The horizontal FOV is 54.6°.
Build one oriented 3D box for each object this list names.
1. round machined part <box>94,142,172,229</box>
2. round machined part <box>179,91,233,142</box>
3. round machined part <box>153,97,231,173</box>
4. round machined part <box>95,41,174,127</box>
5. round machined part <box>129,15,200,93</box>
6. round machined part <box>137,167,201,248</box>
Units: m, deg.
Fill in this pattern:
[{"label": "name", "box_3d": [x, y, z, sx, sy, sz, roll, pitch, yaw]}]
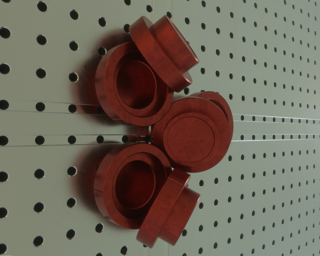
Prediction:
[{"label": "round machined part", "box_3d": [-0.035, 0.065, 0.368, 0.099, 0.042, 0.097, 0, 90, -40]}, {"label": "round machined part", "box_3d": [0.058, -0.003, 0.445, 0.099, 0.042, 0.097, 0, 90, -40]}, {"label": "round machined part", "box_3d": [0.039, 0.010, 0.390, 0.042, 0.098, 0.097, -56, 136, -77]}, {"label": "round machined part", "box_3d": [-0.033, -0.050, 0.368, 0.099, 0.042, 0.097, 0, 90, -40]}, {"label": "round machined part", "box_3d": [0.011, -0.094, 0.370, 0.098, 0.042, 0.098, 49, 17, -20]}, {"label": "round machined part", "box_3d": [0.015, 0.100, 0.372, 0.042, 0.098, 0.098, 28, 71, 11]}]
